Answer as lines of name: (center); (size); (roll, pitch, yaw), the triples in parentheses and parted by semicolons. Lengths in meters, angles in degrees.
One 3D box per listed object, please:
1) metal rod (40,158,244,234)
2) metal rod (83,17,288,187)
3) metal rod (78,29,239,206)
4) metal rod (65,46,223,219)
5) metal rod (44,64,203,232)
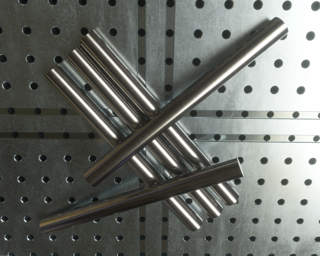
metal rod: (-0.036, 0.098, 0.427); (0.301, 0.025, 0.025); (-20, 109, 15)
metal rod: (0.028, -0.029, 0.381); (0.300, 0.025, 0.025); (-39, 106, 4)
metal rod: (0.008, -0.003, 0.412); (0.025, 0.025, 0.300); (-39, 106, 13)
metal rod: (-0.012, 0.016, 0.419); (0.025, 0.025, 0.300); (-37, 106, 12)
metal rod: (-0.040, 0.038, 0.426); (0.025, 0.025, 0.300); (-37, 106, 12)
